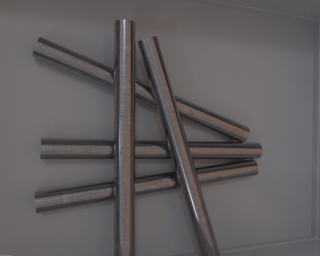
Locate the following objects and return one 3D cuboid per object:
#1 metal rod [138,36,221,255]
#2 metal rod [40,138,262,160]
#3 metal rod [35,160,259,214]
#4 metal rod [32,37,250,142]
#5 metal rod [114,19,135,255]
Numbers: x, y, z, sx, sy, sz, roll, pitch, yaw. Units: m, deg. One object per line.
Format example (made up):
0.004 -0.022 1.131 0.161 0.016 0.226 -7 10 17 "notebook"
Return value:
0.027 0.035 0.393 0.025 0.025 0.298 -19 97 -19 "metal rod"
0.004 0.029 0.411 0.303 0.025 0.025 2 90 -21 "metal rod"
-0.002 0.073 0.409 0.303 0.025 0.025 -5 92 -20 "metal rod"
-0.009 -0.042 0.406 0.302 0.025 0.025 21 83 -19 "metal rod"
-0.042 0.025 0.367 0.025 0.025 0.298 0 90 -20 "metal rod"
